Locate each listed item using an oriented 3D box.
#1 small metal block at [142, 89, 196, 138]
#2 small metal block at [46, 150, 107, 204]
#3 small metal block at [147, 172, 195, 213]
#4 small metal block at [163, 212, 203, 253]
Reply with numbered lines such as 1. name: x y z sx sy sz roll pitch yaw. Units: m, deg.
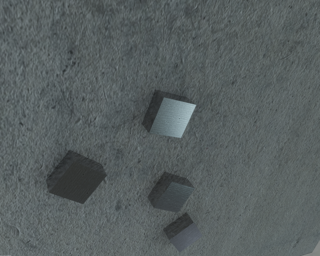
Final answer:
1. small metal block: 0.011 -0.018 0.402 0.050 0.025 0.050 10 114 -33
2. small metal block: -0.104 0.062 0.388 0.050 0.025 0.050 34 100 -39
3. small metal block: 0.017 0.100 0.478 0.050 0.025 0.050 23 106 -37
4. small metal block: 0.041 0.183 0.542 0.050 0.025 0.050 -35 129 -6
